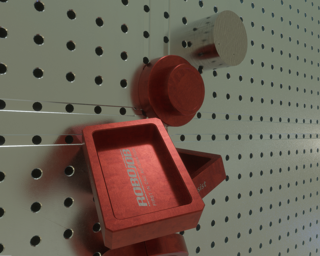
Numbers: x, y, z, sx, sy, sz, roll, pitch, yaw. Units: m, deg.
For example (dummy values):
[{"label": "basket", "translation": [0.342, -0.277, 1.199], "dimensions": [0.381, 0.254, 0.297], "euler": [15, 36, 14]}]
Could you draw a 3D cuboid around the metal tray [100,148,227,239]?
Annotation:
[{"label": "metal tray", "translation": [0.005, 0.069, 0.372], "dimensions": [0.131, 0.090, 0.030], "euler": [-30, 113, -36]}]

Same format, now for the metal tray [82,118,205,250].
[{"label": "metal tray", "translation": [-0.023, 0.046, 0.313], "dimensions": [0.091, 0.130, 0.030], "euler": [-8, 134, -19]}]

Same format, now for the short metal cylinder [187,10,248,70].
[{"label": "short metal cylinder", "translation": [0.088, -0.130, 0.469], "dimensions": [0.081, 0.050, 0.079], "euler": [0, 90, -40]}]

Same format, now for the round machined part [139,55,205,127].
[{"label": "round machined part", "translation": [0.023, -0.050, 0.419], "dimensions": [0.099, 0.042, 0.097], "euler": [0, 90, -40]}]

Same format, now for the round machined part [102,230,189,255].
[{"label": "round machined part", "translation": [-0.020, 0.140, 0.360], "dimensions": [0.099, 0.098, 0.042], "euler": [15, 45, -39]}]
